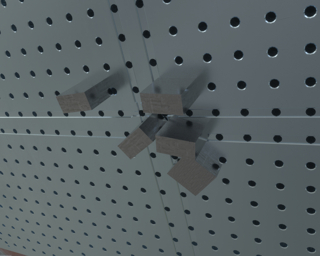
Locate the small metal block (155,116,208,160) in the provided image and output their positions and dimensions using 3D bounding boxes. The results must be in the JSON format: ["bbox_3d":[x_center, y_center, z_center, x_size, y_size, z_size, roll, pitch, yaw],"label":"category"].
[{"bbox_3d":[0.028,0.011,0.386,0.050,0.050,0.025,10,123,22],"label":"small metal block"}]

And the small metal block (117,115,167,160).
[{"bbox_3d":[-0.022,0.008,0.410,0.025,0.050,0.050,47,129,-5],"label":"small metal block"}]

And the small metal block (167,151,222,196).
[{"bbox_3d":[0.046,0.057,0.421,0.050,0.025,0.050,38,129,2],"label":"small metal block"}]

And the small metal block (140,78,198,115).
[{"bbox_3d":[0.012,-0.038,0.364,0.050,0.050,0.025,5,121,25],"label":"small metal block"}]

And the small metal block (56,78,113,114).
[{"bbox_3d":[-0.101,-0.044,0.419,0.050,0.050,0.025,-4,116,30],"label":"small metal block"}]
